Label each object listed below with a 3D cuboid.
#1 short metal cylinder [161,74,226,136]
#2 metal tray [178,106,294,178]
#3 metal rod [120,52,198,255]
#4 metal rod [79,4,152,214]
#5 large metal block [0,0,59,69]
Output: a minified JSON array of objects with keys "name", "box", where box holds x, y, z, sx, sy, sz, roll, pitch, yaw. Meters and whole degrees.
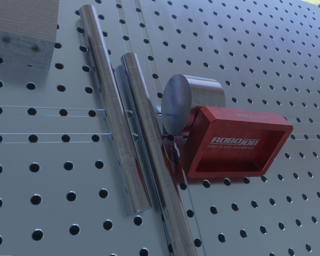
[{"name":"short metal cylinder","box":[0.042,-0.029,0.413,0.050,0.080,0.080,4,60,-27]},{"name":"metal tray","box":[0.098,0.022,0.403,0.131,0.089,0.030,4,34,-27]},{"name":"metal rod","box":[-0.004,0.031,0.386,0.025,0.025,0.299,-3,63,-30]},{"name":"metal rod","box":[-0.063,-0.040,0.398,0.025,0.025,0.299,-4,64,-30]},{"name":"large metal block","box":[-0.171,-0.126,0.377,0.081,0.050,0.080,8,58,-24]}]
